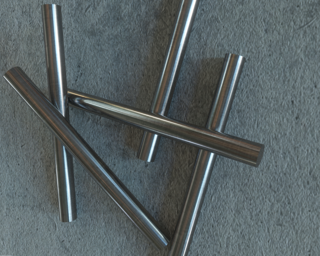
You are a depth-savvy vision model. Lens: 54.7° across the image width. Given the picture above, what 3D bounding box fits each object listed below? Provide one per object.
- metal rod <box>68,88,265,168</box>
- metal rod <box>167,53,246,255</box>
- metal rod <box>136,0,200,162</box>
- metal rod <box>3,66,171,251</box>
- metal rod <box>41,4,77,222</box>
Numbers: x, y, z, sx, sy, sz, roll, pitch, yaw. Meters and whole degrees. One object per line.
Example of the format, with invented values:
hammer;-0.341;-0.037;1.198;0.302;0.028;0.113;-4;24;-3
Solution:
metal rod;-0.023;-0.011;0.390;0.300;0.025;0.025;17;96;29
metal rod;0.052;0.056;0.390;0.025;0.025;0.298;17;96;19
metal rod;0.021;-0.101;0.401;0.025;0.025;0.298;18;96;19
metal rod;-0.094;0.040;0.406;0.025;0.025;0.300;-41;91;15
metal rod;-0.139;-0.013;0.432;0.025;0.025;0.298;2;100;20
